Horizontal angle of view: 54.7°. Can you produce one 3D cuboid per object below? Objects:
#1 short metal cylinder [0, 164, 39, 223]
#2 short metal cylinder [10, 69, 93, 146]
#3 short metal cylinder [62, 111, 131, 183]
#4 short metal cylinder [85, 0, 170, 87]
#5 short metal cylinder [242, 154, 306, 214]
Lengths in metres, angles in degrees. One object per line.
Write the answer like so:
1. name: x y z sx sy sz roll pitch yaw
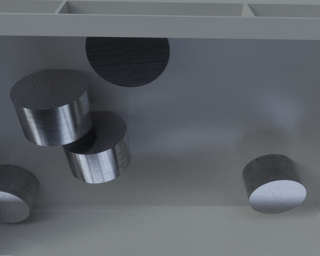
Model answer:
1. short metal cylinder: -0.235 0.102 0.477 0.081 0.050 0.079 0 130 0
2. short metal cylinder: -0.119 -0.025 0.351 0.081 0.080 0.050 1 130 -1
3. short metal cylinder: -0.079 0.023 0.391 0.080 0.080 0.050 -2 130 2
4. short metal cylinder: -0.031 -0.089 0.316 0.081 0.050 0.079 0 130 0
5. short metal cylinder: 0.170 0.085 0.467 0.081 0.050 0.079 0 130 0
